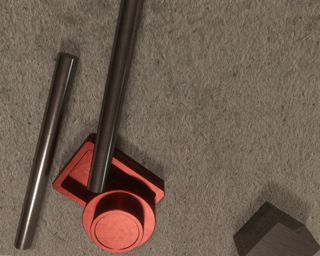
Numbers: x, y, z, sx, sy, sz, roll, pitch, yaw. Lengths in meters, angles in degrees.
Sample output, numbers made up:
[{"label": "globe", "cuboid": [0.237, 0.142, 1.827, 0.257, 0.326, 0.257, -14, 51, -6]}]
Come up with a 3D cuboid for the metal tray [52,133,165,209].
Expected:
[{"label": "metal tray", "cuboid": [-0.070, 0.079, 0.435, 0.130, 0.030, 0.090, 37, 106, -13]}]

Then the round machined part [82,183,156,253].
[{"label": "round machined part", "cuboid": [-0.055, 0.126, 0.414, 0.099, 0.042, 0.097, 0, 110, -1]}]

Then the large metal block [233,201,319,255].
[{"label": "large metal block", "cuboid": [0.171, 0.170, 0.462, 0.080, 0.050, 0.080, 32, 107, -12]}]

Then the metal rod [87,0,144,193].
[{"label": "metal rod", "cuboid": [-0.049, -0.064, 0.366, 0.025, 0.025, 0.298, 12, 102, -5]}]

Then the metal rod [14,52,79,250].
[{"label": "metal rod", "cuboid": [-0.160, 0.045, 0.423, 0.025, 0.025, 0.298, 18, 109, -7]}]
